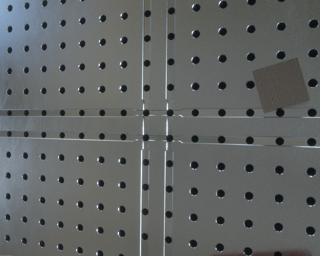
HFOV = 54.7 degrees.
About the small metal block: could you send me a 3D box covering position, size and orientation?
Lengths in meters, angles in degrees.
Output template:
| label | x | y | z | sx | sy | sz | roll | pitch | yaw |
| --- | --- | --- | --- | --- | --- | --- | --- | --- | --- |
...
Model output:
| label | x | y | z | sx | sy | sz | roll | pitch | yaw |
| --- | --- | --- | --- | --- | --- | --- | --- | --- | --- |
| small metal block | 0.141 | -0.049 | 0.363 | 0.050 | 0.025 | 0.050 | -16 | 85 | 19 |
